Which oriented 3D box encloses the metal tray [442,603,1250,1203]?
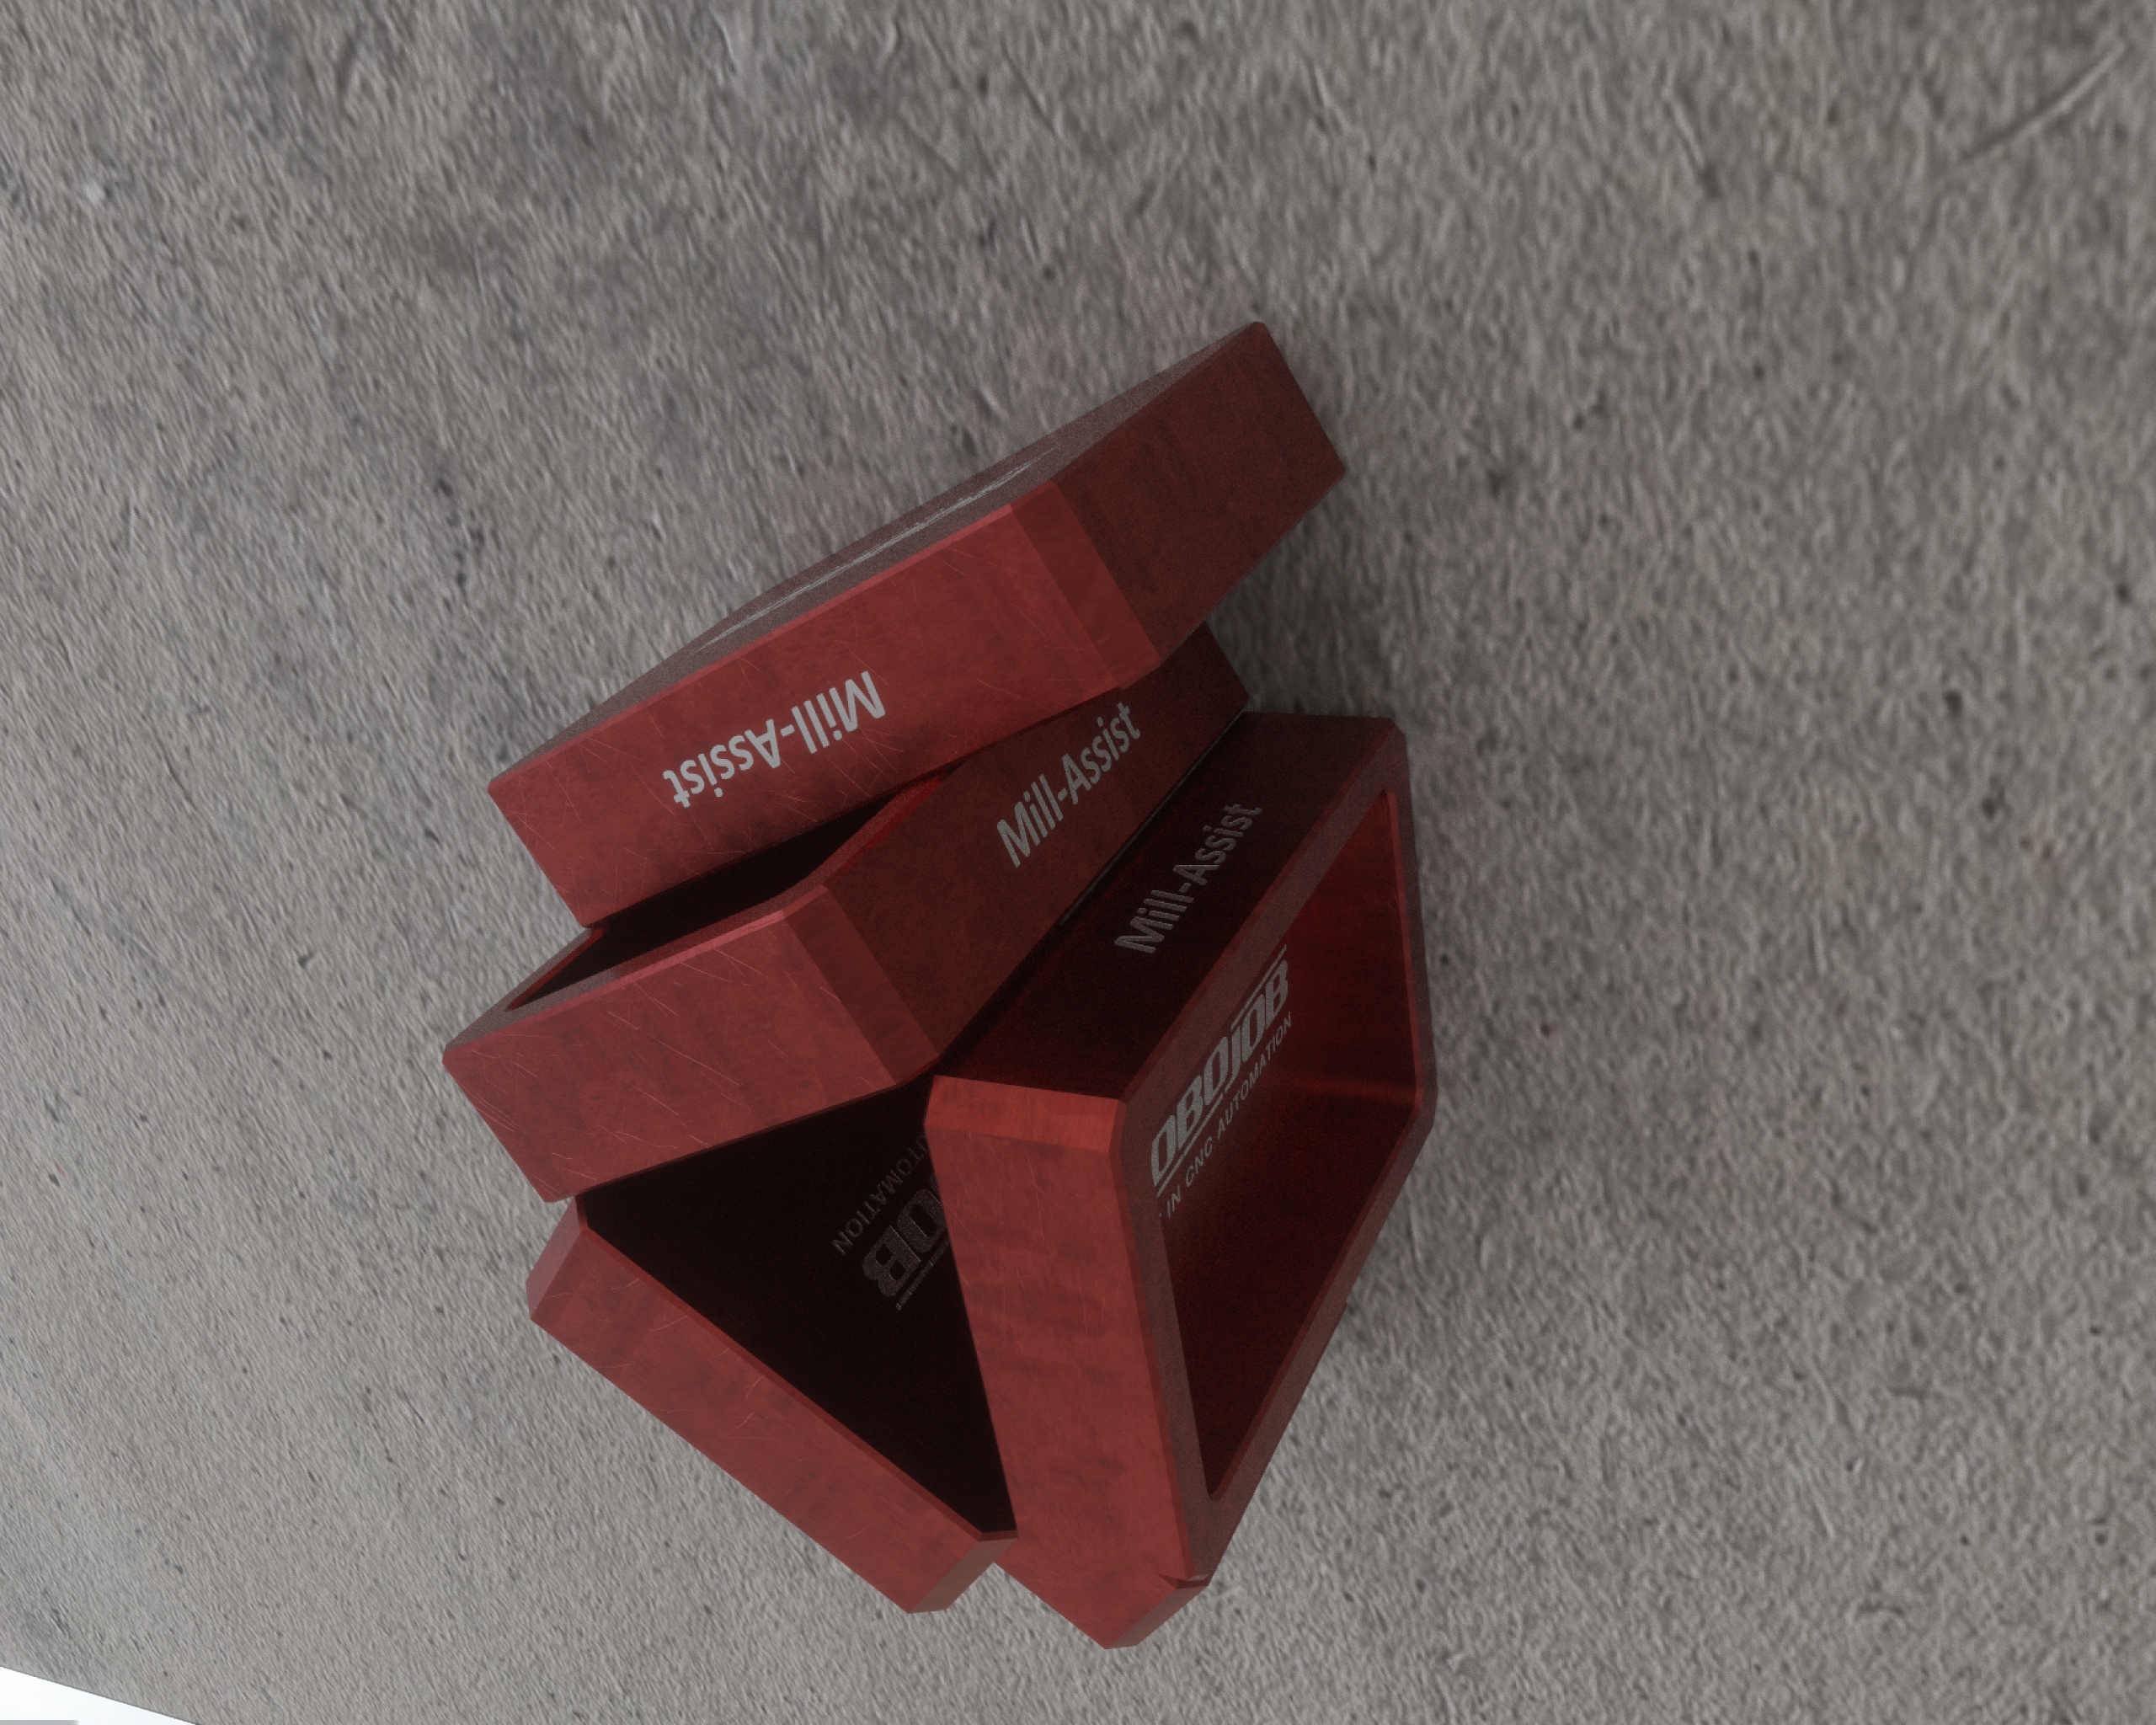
[{"bbox_3d":[-0.035,0.000,0.357,0.090,0.131,0.030,-22,107,36],"label":"metal tray"}]

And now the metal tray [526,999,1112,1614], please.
[{"bbox_3d":[-0.027,0.061,0.391,0.090,0.131,0.030,37,129,3],"label":"metal tray"}]

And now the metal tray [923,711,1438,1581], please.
[{"bbox_3d":[0.025,0.041,0.351,0.030,0.131,0.089,5,121,26],"label":"metal tray"}]

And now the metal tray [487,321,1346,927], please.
[{"bbox_3d":[-0.028,-0.039,0.354,0.130,0.090,0.030,-21,107,36],"label":"metal tray"}]

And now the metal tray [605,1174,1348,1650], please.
[{"bbox_3d":[-0.017,0.083,0.425,0.130,0.090,0.030,37,129,3],"label":"metal tray"}]
